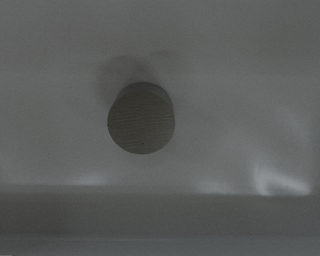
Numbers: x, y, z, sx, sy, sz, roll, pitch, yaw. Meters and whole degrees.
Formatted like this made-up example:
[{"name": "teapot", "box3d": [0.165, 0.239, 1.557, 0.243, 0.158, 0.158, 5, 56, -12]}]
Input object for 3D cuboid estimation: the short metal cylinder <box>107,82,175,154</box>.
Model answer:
[{"name": "short metal cylinder", "box3d": [-0.022, -0.013, 0.390, 0.080, 0.050, 0.079, 0, 110, 0]}]
